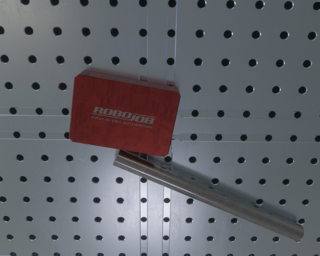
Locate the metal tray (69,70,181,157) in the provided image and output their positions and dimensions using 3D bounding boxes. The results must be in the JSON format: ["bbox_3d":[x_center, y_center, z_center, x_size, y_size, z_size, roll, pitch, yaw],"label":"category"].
[{"bbox_3d":[-0.046,-0.018,0.404,0.131,0.030,0.089,10,110,-4],"label":"metal tray"}]

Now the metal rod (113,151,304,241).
[{"bbox_3d":[0.076,0.100,0.451,0.301,0.025,0.025,24,108,-9],"label":"metal rod"}]
